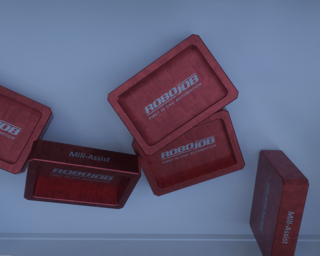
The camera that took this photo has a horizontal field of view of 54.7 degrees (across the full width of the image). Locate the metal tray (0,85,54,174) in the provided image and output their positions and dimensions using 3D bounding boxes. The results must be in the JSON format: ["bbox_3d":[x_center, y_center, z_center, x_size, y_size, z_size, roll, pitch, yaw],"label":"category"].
[{"bbox_3d":[-0.211,-0.008,0.378,0.131,0.030,0.090,25,75,-10],"label":"metal tray"}]

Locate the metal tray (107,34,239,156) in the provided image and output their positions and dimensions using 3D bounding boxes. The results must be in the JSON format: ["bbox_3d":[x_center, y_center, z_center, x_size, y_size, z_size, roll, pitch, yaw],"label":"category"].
[{"bbox_3d":[0.015,-0.038,0.375,0.130,0.030,0.090,-35,89,6],"label":"metal tray"}]

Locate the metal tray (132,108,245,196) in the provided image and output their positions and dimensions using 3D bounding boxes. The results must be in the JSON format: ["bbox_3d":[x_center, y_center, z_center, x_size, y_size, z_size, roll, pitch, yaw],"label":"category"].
[{"bbox_3d":[0.039,0.031,0.420,0.131,0.030,0.090,-19,109,6],"label":"metal tray"}]

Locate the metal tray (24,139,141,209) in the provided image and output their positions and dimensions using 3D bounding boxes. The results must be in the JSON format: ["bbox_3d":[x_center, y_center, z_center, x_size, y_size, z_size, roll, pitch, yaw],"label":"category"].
[{"bbox_3d":[-0.099,0.064,0.397,0.131,0.030,0.089,11,134,-19],"label":"metal tray"}]

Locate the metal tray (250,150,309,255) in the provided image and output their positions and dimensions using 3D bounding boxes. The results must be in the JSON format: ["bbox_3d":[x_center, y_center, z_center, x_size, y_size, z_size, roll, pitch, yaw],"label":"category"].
[{"bbox_3d":[0.155,0.105,0.417,0.030,0.090,0.129,1,110,-1],"label":"metal tray"}]
